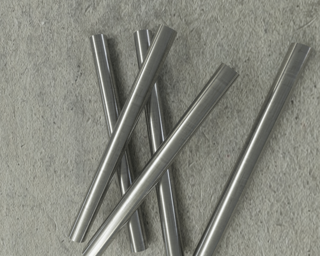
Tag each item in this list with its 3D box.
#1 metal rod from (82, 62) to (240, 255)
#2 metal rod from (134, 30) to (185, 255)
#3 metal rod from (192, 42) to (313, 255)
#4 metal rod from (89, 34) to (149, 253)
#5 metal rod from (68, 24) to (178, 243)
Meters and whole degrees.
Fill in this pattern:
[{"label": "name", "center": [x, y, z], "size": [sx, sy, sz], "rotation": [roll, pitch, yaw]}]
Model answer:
[{"label": "metal rod", "center": [-0.006, 0.051, 0.383], "size": [0.025, 0.025, 0.299], "rotation": [39, 102, 15]}, {"label": "metal rod", "center": [-0.002, 0.020, 0.409], "size": [0.025, 0.025, 0.298], "rotation": [-9, 87, 20]}, {"label": "metal rod", "center": [0.104, 0.044, 0.372], "size": [0.025, 0.025, 0.298], "rotation": [25, 98, 18]}, {"label": "metal rod", "center": [-0.058, 0.018, 0.429], "size": [0.025, 0.025, 0.298], "rotation": [-13, 86, 19]}, {"label": "metal rod", "center": [-0.051, 0.013, 0.399], "size": [0.025, 0.025, 0.298], "rotation": [27, 99, 18]}]
